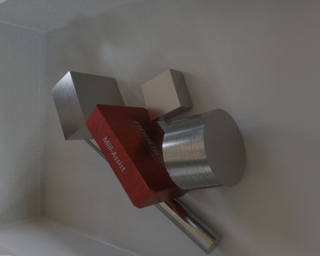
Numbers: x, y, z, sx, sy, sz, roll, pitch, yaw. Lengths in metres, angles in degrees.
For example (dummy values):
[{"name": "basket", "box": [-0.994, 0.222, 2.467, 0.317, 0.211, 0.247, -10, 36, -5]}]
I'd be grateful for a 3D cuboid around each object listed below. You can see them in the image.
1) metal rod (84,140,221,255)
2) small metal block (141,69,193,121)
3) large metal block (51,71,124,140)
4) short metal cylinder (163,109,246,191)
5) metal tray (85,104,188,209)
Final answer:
[{"name": "metal rod", "box": [-0.040, 0.062, 0.436, 0.300, 0.025, 0.025, 35, 112, 34]}, {"name": "small metal block", "box": [0.008, -0.041, 0.395, 0.050, 0.025, 0.050, -25, 75, 37]}, {"name": "large metal block", "box": [-0.099, -0.030, 0.448, 0.050, 0.081, 0.080, -33, 70, 35]}, {"name": "short metal cylinder", "box": [0.048, 0.024, 0.328, 0.050, 0.081, 0.080, -15, 81, 40]}, {"name": "metal tray", "box": [-0.022, 0.028, 0.378, 0.030, 0.091, 0.130, -51, 61, 27]}]
